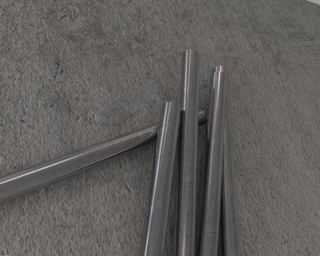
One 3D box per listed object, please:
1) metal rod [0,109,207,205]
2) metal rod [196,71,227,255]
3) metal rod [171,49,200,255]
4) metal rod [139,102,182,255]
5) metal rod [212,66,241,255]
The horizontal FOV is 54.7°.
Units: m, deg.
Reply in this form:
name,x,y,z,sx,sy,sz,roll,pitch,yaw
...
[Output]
name,x,y,z,sx,sy,sz,roll,pitch,yaw
metal rod,-0.059,0.026,0.356,0.302,0.025,0.025,-20,72,-35
metal rod,0.067,0.049,0.397,0.025,0.025,0.300,20,58,-17
metal rod,0.033,0.032,0.377,0.025,0.025,0.299,15,63,-20
metal rod,-0.005,0.104,0.319,0.025,0.025,0.300,19,60,-18
metal rod,0.090,0.031,0.432,0.025,0.025,0.300,17,55,-19
